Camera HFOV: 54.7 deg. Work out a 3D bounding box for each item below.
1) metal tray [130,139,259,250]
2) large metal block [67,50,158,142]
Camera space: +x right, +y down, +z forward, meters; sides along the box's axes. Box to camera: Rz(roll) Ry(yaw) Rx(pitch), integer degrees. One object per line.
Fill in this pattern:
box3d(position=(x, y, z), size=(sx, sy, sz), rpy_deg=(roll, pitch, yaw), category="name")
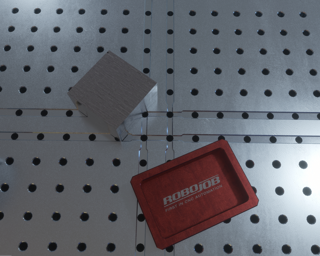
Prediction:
box3d(position=(0.040, 0.079, 0.380), size=(0.131, 0.030, 0.090), rpy_deg=(-22, 72, -8), category="metal tray")
box3d(position=(-0.060, -0.042, 0.413), size=(0.080, 0.050, 0.080), rpy_deg=(36, 74, 12), category="large metal block")
